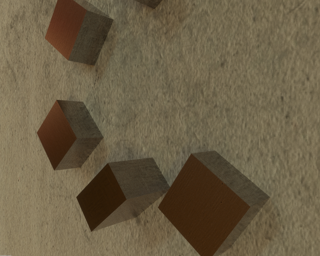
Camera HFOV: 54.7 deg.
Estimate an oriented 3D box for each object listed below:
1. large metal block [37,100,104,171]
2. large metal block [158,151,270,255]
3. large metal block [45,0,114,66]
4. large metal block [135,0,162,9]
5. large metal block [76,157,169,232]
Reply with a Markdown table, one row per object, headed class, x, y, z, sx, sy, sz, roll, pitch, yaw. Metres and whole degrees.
| class | x | y | z | sx | sy | sz | roll | pitch | yaw |
| --- | --- | --- | --- | --- | --- | --- | --- | --- | --- |
| large metal block | -0.149 | 0.012 | 0.509 | 0.080 | 0.050 | 0.080 | -49 | 61 | 28 |
| large metal block | 0.057 | 0.082 | 0.341 | 0.080 | 0.050 | 0.080 | 42 | 115 | 31 |
| large metal block | -0.131 | -0.158 | 0.493 | 0.080 | 0.050 | 0.079 | 42 | 115 | 31 |
| large metal block | -0.033 | -0.210 | 0.394 | 0.050 | 0.081 | 0.080 | -39 | 67 | 33 |
| large metal block | -0.048 | 0.085 | 0.406 | 0.080 | 0.081 | 0.050 | -46 | 63 | 30 |
